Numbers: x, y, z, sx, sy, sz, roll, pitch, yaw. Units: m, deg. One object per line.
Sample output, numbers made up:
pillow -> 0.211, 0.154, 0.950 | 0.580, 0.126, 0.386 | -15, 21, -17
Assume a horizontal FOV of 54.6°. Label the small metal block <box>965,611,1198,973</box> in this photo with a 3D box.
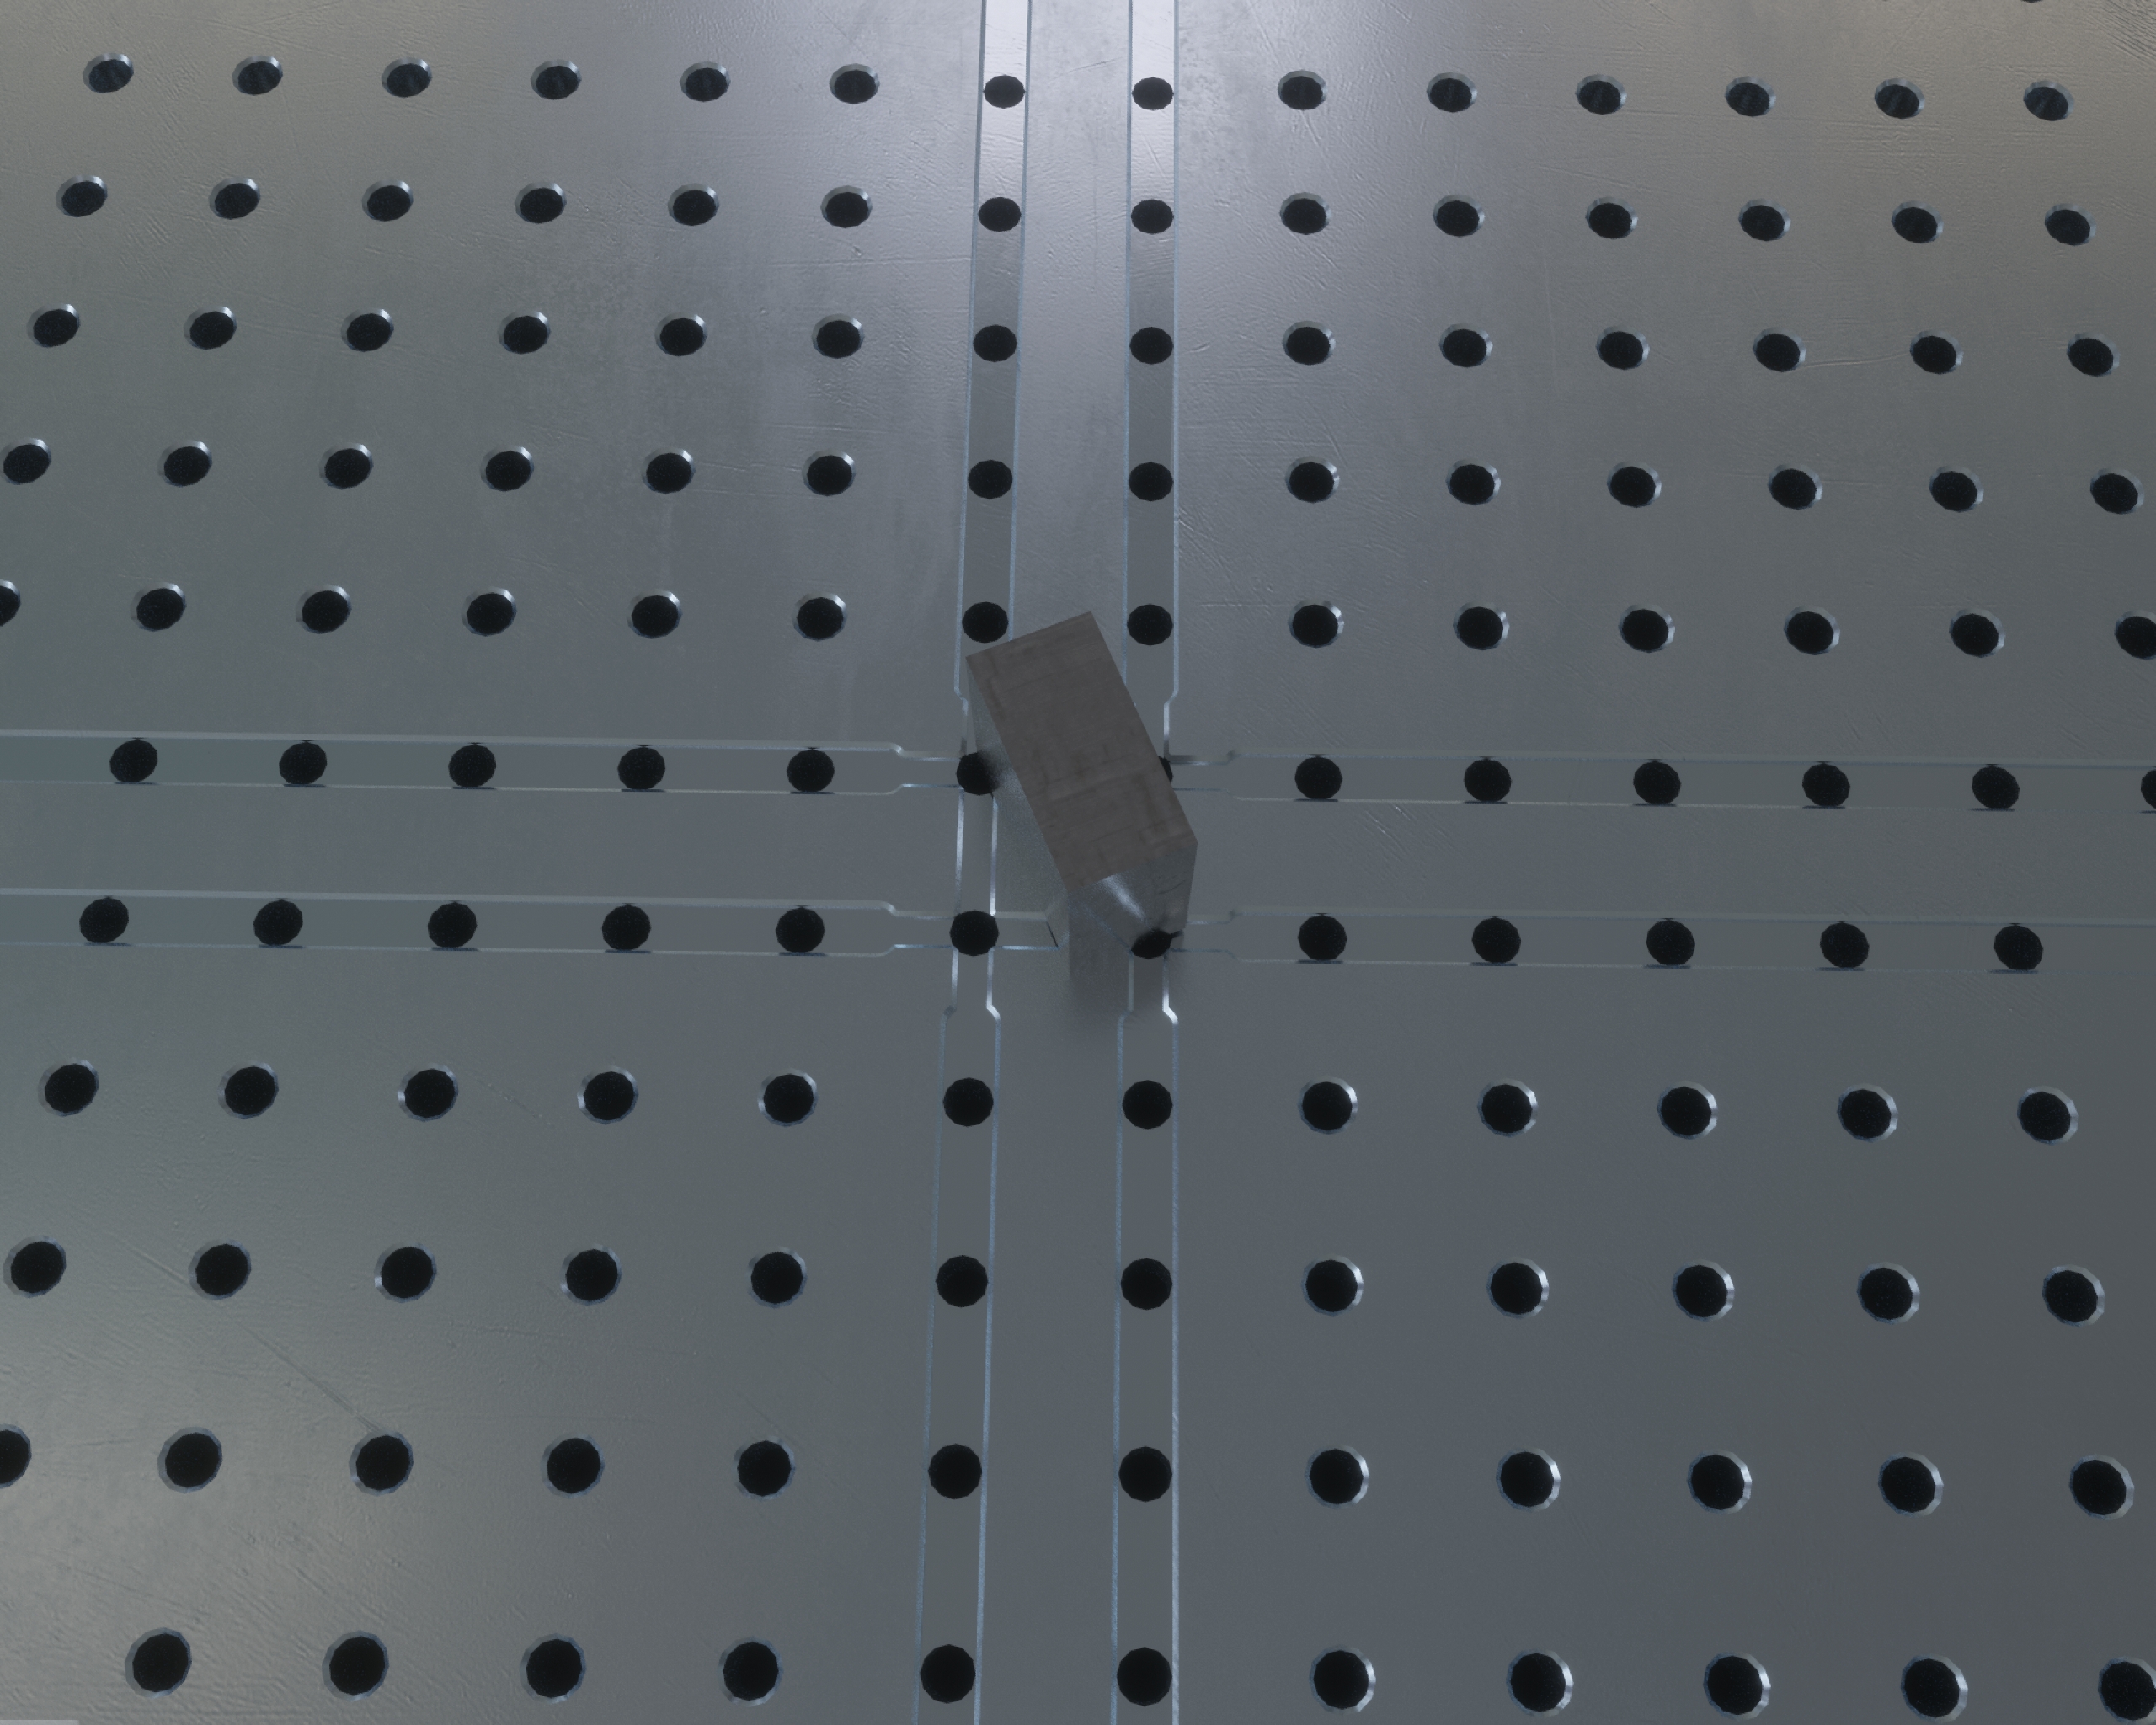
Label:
small metal block -> 0.000, -0.012, 0.403 | 0.025, 0.050, 0.050 | -21, 72, -7
